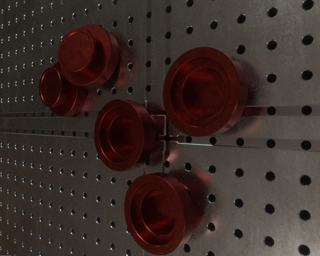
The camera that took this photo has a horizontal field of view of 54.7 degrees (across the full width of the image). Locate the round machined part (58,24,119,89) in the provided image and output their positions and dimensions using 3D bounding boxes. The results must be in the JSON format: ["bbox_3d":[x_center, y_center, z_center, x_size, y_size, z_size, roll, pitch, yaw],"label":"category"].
[{"bbox_3d":[-0.116,-0.113,0.475,0.098,0.042,0.097,-4,81,24],"label":"round machined part"}]

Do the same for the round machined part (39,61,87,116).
[{"bbox_3d":[-0.173,-0.069,0.538,0.098,0.042,0.097,0,90,39],"label":"round machined part"}]

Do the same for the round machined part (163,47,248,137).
[{"bbox_3d":[0.054,-0.039,0.352,0.098,0.042,0.097,0,90,39],"label":"round machined part"}]

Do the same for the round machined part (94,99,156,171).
[{"bbox_3d":[-0.044,0.010,0.433,0.098,0.042,0.097,0,90,39],"label":"round machined part"}]

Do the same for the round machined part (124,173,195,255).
[{"bbox_3d":[0.004,0.105,0.394,0.098,0.042,0.097,0,90,39],"label":"round machined part"}]
